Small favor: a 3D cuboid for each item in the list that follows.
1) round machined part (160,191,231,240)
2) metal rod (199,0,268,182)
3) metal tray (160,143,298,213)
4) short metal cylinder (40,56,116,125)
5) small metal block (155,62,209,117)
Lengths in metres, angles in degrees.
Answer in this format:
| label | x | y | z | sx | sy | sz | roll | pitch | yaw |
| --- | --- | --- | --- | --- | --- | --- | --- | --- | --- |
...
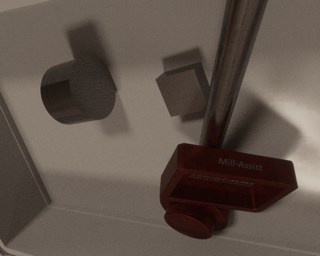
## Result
| label | x | y | z | sx | sy | sz | roll | pitch | yaw |
| --- | --- | --- | --- | --- | --- | --- | --- | --- | --- |
| round machined part | 0.045 | 0.118 | 0.428 | 0.098 | 0.042 | 0.097 | 18 | 144 | 14 |
| metal rod | 0.056 | -0.009 | 0.302 | 0.025 | 0.025 | 0.299 | 22 | 149 | 14 |
| metal tray | 0.073 | 0.061 | 0.353 | 0.131 | 0.030 | 0.089 | 10 | 146 | -9 |
| short metal cylinder | -0.102 | -0.047 | 0.396 | 0.050 | 0.080 | 0.080 | -8 | 115 | 31 |
| small metal block | 0.030 | -0.045 | 0.364 | 0.050 | 0.025 | 0.050 | -10 | 113 | 32 |
